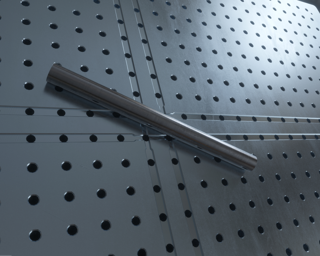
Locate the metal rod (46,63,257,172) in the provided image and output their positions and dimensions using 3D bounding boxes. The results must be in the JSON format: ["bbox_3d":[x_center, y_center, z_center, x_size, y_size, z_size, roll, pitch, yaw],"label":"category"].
[{"bbox_3d":[0.000,-0.008,0.415,0.302,0.025,0.025,24,53,-14],"label":"metal rod"}]
